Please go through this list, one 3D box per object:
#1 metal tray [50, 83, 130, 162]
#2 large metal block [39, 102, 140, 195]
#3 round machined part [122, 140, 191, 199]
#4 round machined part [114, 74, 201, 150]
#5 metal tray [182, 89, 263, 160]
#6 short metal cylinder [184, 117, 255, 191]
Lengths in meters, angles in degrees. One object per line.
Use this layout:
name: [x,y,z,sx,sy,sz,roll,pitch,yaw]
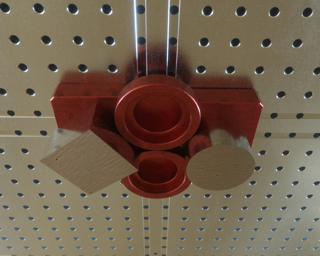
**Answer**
metal tray: [-0.083,0.004,0.410,0.091,0.030,0.129,0,130,-2]
large metal block: [-0.081,0.028,0.378,0.080,0.050,0.080,-30,124,23]
round machined part: [-0.004,0.052,0.433,0.099,0.042,0.097,0,130,0]
round machined part: [-0.003,-0.022,0.369,0.099,0.042,0.097,0,130,0]
metal tray: [0.076,0.010,0.415,0.091,0.030,0.129,0,130,-1]
short metal cylinder: [0.071,0.032,0.383,0.081,0.050,0.079,0,130,0]
